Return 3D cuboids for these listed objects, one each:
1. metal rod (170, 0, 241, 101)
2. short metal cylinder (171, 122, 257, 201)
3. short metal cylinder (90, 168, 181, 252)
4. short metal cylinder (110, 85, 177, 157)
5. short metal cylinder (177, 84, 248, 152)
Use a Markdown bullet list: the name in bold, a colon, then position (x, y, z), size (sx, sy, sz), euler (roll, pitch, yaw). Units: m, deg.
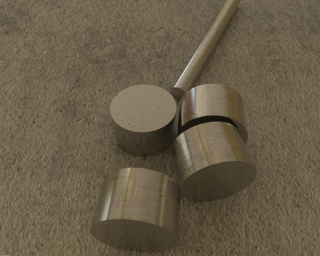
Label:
- **metal rod**: position (0.088, -0.153, 0.532), size (0.025, 0.025, 0.301), euler (19, 52, 15)
- **short metal cylinder**: position (0.056, 0.038, 0.336), size (0.081, 0.080, 0.050), euler (-8, 51, -7)
- **short metal cylinder**: position (-0.021, 0.081, 0.299), size (0.080, 0.080, 0.050), euler (5, 50, 4)
- **short metal cylinder**: position (-0.020, -0.010, 0.395), size (0.081, 0.050, 0.080), euler (0, 50, 0)
- **short metal cylinder**: position (0.062, -0.007, 0.374), size (0.080, 0.080, 0.050), euler (3, 50, 3)
